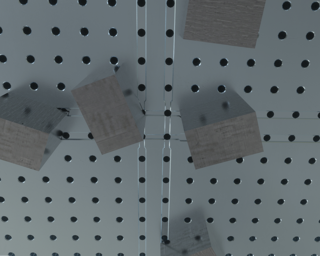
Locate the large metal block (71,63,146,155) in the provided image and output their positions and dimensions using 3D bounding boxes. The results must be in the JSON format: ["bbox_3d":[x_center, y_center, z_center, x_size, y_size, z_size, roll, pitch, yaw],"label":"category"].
[{"bbox_3d":[-0.057,-0.026,0.374,0.050,0.080,0.080,-19,109,7],"label":"large metal block"}]

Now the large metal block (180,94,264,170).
[{"bbox_3d":[0.072,0.001,0.386,0.080,0.080,0.050,-16,110,5],"label":"large metal block"}]

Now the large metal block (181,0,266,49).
[{"bbox_3d":[0.070,-0.138,0.350,0.081,0.050,0.079,7,110,-3],"label":"large metal block"}]

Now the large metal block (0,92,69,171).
[{"bbox_3d":[-0.169,0.001,0.382,0.080,0.080,0.050,19,109,-7],"label":"large metal block"}]

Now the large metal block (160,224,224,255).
[{"bbox_3d":[0.055,0.209,0.478,0.080,0.050,0.080,-26,108,8],"label":"large metal block"}]
